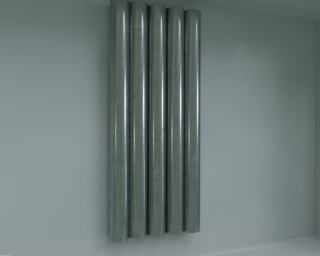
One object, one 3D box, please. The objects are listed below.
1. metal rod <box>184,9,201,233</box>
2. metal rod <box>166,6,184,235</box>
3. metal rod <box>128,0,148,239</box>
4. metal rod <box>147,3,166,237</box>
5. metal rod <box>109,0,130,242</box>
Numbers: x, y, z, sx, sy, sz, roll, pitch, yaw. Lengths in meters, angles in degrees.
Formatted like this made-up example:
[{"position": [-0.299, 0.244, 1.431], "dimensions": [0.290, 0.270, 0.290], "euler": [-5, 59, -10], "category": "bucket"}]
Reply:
[{"position": [0.043, -0.009, 0.425], "dimensions": [0.025, 0.025, 0.298], "euler": [0, 90, -20], "category": "metal rod"}, {"position": [0.020, -0.010, 0.416], "dimensions": [0.025, 0.025, 0.298], "euler": [0, 90, -20], "category": "metal rod"}, {"position": [-0.029, -0.010, 0.399], "dimensions": [0.025, 0.025, 0.298], "euler": [0, 90, -20], "category": "metal rod"}, {"position": [-0.005, -0.010, 0.407], "dimensions": [0.025, 0.025, 0.298], "euler": [0, 90, -20], "category": "metal rod"}, {"position": [-0.051, -0.010, 0.390], "dimensions": [0.025, 0.025, 0.298], "euler": [0, 90, -20], "category": "metal rod"}]
